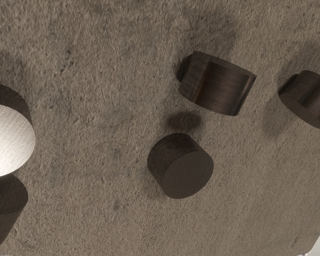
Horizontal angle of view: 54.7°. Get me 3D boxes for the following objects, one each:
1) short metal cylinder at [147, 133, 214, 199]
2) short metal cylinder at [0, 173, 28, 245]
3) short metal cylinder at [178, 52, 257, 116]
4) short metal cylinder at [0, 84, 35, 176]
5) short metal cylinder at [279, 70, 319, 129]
[{"bbox_3d":[0.029,0.054,0.441,0.081,0.050,0.079,-14,125,-21],"label":"short metal cylinder"},{"bbox_3d":[-0.187,0.080,0.319,0.080,0.080,0.050,24,105,-37],"label":"short metal cylinder"},{"bbox_3d":[0.069,-0.055,0.376,0.081,0.080,0.050,8,114,-32],"label":"short metal cylinder"},{"bbox_3d":[-0.167,0.002,0.301,0.081,0.050,0.079,-14,125,-21],"label":"short metal cylinder"},{"bbox_3d":[0.233,-0.043,0.475,0.050,0.080,0.080,-49,129,6],"label":"short metal cylinder"}]
